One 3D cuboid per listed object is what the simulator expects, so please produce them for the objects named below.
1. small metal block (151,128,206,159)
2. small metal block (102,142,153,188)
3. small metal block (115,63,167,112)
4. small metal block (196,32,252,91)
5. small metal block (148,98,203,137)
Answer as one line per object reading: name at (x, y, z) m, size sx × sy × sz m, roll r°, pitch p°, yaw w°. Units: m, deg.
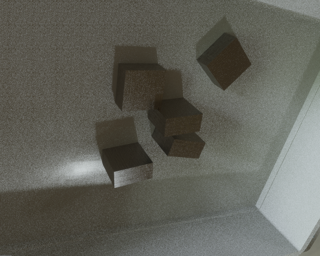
small metal block at (0.024, 0.016, 0.417) m, size 0.050 × 0.050 × 0.025 m, roll 8°, pitch 114°, yaw -32°
small metal block at (-0.043, 0.046, 0.399) m, size 0.050 × 0.050 × 0.025 m, roll -11°, pitch 123°, yaw -23°
small metal block at (-0.023, -0.049, 0.367) m, size 0.050 × 0.025 × 0.050 m, roll -5°, pitch 121°, yaw -26°
small metal block at (0.084, -0.086, 0.403) m, size 0.050 × 0.025 × 0.050 m, roll -44°, pitch 130°, yaw 2°
small metal block at (0.018, -0.015, 0.395) m, size 0.050 × 0.050 × 0.025 m, roll -9°, pitch 122°, yaw -24°
